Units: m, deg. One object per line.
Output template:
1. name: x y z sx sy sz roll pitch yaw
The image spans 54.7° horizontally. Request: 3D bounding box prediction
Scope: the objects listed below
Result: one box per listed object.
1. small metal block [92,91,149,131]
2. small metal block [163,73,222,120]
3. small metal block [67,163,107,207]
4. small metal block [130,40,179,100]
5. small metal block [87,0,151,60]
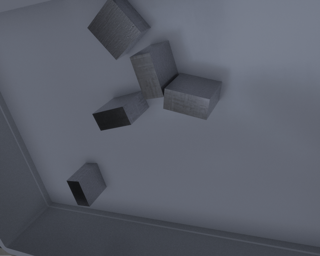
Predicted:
1. small metal block: -0.050 -0.023 0.403 0.050 0.050 0.025 -10 113 32
2. small metal block: 0.037 -0.037 0.349 0.050 0.050 0.025 16 125 18
3. small metal block: -0.119 0.092 0.510 0.025 0.050 0.050 -2 118 29
4. small metal block: -0.004 -0.066 0.352 0.025 0.050 0.050 -5 116 30
5. small metal block: -0.048 -0.117 0.360 0.050 0.025 0.050 48 128 -6
